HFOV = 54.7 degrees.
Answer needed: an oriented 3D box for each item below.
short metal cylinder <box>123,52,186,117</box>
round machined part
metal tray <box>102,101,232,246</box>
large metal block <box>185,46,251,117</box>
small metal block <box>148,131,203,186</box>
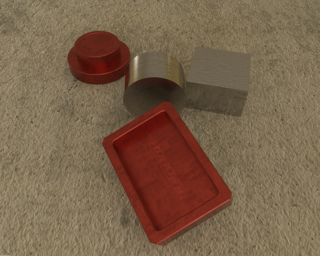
[{"bbox_3d":[-0.007,-0.054,0.413,0.081,0.080,0.050,0,50,-1],"label":"short metal cylinder"},{"bbox_3d":[-0.097,-0.117,0.489,0.099,0.042,0.098,0,50,0],"label":"round machined part"},{"bbox_3d":[0.005,0.045,0.332,0.090,0.030,0.130,-32,62,0],"label":"metal tray"},{"bbox_3d":[0.083,-0.068,0.445,0.080,0.050,0.080,10,51,8],"label":"large metal block"},{"bbox_3d":[0.016,0.034,0.375,0.050,0.025,0.050,36,58,26],"label":"small metal block"}]
